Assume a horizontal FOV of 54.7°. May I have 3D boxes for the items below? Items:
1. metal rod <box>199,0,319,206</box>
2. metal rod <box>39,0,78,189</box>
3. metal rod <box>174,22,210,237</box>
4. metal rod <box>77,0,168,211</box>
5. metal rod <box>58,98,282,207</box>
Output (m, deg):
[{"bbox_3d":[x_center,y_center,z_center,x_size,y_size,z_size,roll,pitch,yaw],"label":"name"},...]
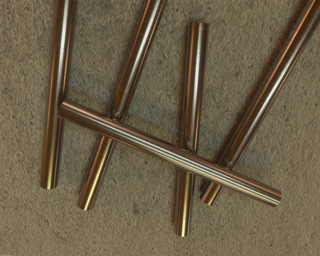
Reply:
[{"bbox_3d":[0.128,-0.025,0.401,0.025,0.025,0.298,22,109,-8],"label":"metal rod"},{"bbox_3d":[-0.127,-0.057,0.387,0.025,0.025,0.298,11,110,-4],"label":"metal rod"},{"bbox_3d":[0.040,0.016,0.415,0.025,0.025,0.298,2,110,-1],"label":"metal rod"},{"bbox_3d":[-0.055,-0.019,0.401,0.025,0.025,0.298,20,109,-7],"label":"metal rod"},{"bbox_3d":[0.020,0.035,0.394,0.301,0.025,0.025,24,108,-9],"label":"metal rod"}]
